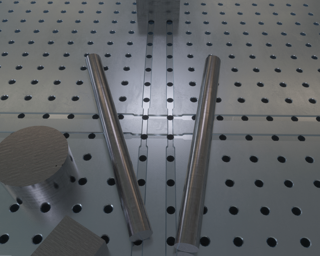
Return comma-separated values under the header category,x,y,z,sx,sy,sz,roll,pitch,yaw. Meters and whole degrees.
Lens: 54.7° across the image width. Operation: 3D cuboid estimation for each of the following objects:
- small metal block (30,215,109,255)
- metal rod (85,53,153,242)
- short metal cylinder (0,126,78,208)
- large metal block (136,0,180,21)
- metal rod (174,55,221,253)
category,x,y,z,sx,sy,sz,roll,pitch,yaw
small metal block,-0.088,0.123,0.304,0.050,0.025,0.050,26,55,20
metal rod,-0.063,0.000,0.406,0.025,0.025,0.300,-13,51,-11
short metal cylinder,-0.140,0.044,0.354,0.080,0.050,0.080,0,50,0
large metal block,-0.003,-0.252,0.603,0.081,0.050,0.080,0,50,0
metal rod,0.056,0.006,0.402,0.025,0.025,0.300,9,50,7
